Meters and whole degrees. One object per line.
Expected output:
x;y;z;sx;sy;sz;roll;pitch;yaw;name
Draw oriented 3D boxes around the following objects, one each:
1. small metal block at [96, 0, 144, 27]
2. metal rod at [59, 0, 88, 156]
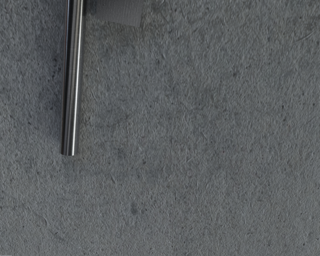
-0.044;-0.147;0.355;0.050;0.025;0.050;10;110;-4;small metal block
-0.102;-0.106;0.369;0.025;0.025;0.298;8;110;-3;metal rod
